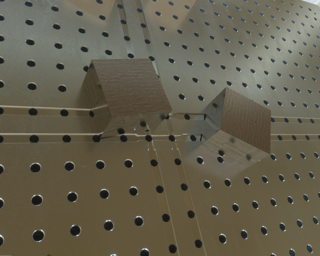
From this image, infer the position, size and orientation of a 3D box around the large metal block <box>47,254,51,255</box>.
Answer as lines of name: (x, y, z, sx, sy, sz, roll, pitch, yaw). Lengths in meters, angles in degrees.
large metal block: (-0.088, 0.163, 0.245, 0.080, 0.050, 0.080, 39, 51, -2)

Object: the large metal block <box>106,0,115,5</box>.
large metal block: (-0.093, -0.261, 0.501, 0.080, 0.050, 0.080, 24, 53, -13)

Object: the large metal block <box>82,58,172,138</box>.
large metal block: (-0.043, -0.040, 0.393, 0.081, 0.050, 0.080, -9, 66, -32)

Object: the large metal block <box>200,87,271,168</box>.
large metal block: (0.112, 0.000, 0.452, 0.080, 0.050, 0.080, 26, 53, -13)

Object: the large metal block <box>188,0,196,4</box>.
large metal block: (0.056, -0.299, 0.584, 0.080, 0.080, 0.050, 29, 52, -10)
